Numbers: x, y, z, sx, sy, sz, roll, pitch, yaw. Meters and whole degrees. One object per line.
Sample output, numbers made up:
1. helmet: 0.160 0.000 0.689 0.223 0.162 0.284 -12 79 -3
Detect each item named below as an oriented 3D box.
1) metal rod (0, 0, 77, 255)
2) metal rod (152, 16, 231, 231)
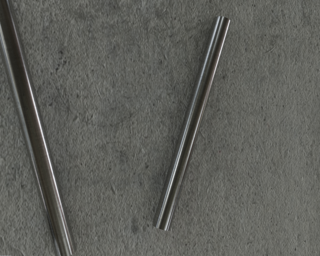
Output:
1. metal rod: -0.145 0.003 0.355 0.025 0.025 0.298 -15 95 -20
2. metal rod: 0.045 -0.011 0.425 0.025 0.025 0.299 19 84 -19
